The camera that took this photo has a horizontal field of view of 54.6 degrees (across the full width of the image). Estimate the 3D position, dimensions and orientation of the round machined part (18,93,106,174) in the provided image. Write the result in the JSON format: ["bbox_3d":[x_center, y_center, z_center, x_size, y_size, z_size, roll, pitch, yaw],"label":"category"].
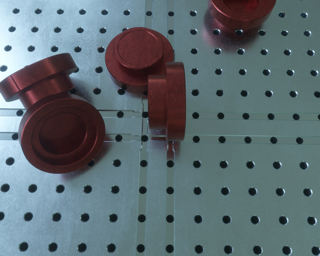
[{"bbox_3d":[-0.121,0.004,0.382,0.098,0.098,0.042,-38,38,-13],"label":"round machined part"}]

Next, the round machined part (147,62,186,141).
[{"bbox_3d":[0.007,-0.033,0.385,0.042,0.098,0.098,-1,70,0],"label":"round machined part"}]

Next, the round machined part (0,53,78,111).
[{"bbox_3d":[-0.150,-0.055,0.399,0.098,0.098,0.042,-29,100,-10],"label":"round machined part"}]

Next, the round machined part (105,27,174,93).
[{"bbox_3d":[-0.029,-0.103,0.440,0.099,0.042,0.098,0,70,0],"label":"round machined part"}]

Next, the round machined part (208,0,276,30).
[{"bbox_3d":[0.122,-0.190,0.473,0.099,0.042,0.098,0,70,0],"label":"round machined part"}]
